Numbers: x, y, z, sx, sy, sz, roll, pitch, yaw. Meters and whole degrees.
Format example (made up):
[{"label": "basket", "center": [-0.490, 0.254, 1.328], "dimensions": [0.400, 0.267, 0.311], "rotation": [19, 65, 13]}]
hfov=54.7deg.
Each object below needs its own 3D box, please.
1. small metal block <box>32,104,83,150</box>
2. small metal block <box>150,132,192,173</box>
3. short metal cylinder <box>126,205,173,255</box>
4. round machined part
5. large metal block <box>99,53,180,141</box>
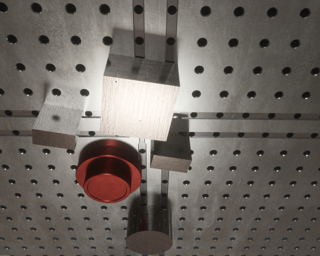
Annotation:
[{"label": "small metal block", "center": [-0.128, -0.002, 0.392], "dimensions": [0.050, 0.050, 0.025], "rotation": [9, 129, -9]}, {"label": "small metal block", "center": [0.014, 0.031, 0.422], "dimensions": [0.050, 0.050, 0.025], "rotation": [9, 129, -8]}, {"label": "short metal cylinder", "center": [-0.018, 0.182, 0.550], "dimensions": [0.081, 0.050, 0.079], "rotation": [0, 130, 0]}, {"label": "round machined part", "center": [-0.077, 0.076, 0.464], "dimensions": [0.099, 0.042, 0.097], "rotation": [-1, 130, 0]}, {"label": "large metal block", "center": [-0.025, -0.035, 0.365], "dimensions": [0.081, 0.050, 0.079], "rotation": [7, 130, -7]}]
